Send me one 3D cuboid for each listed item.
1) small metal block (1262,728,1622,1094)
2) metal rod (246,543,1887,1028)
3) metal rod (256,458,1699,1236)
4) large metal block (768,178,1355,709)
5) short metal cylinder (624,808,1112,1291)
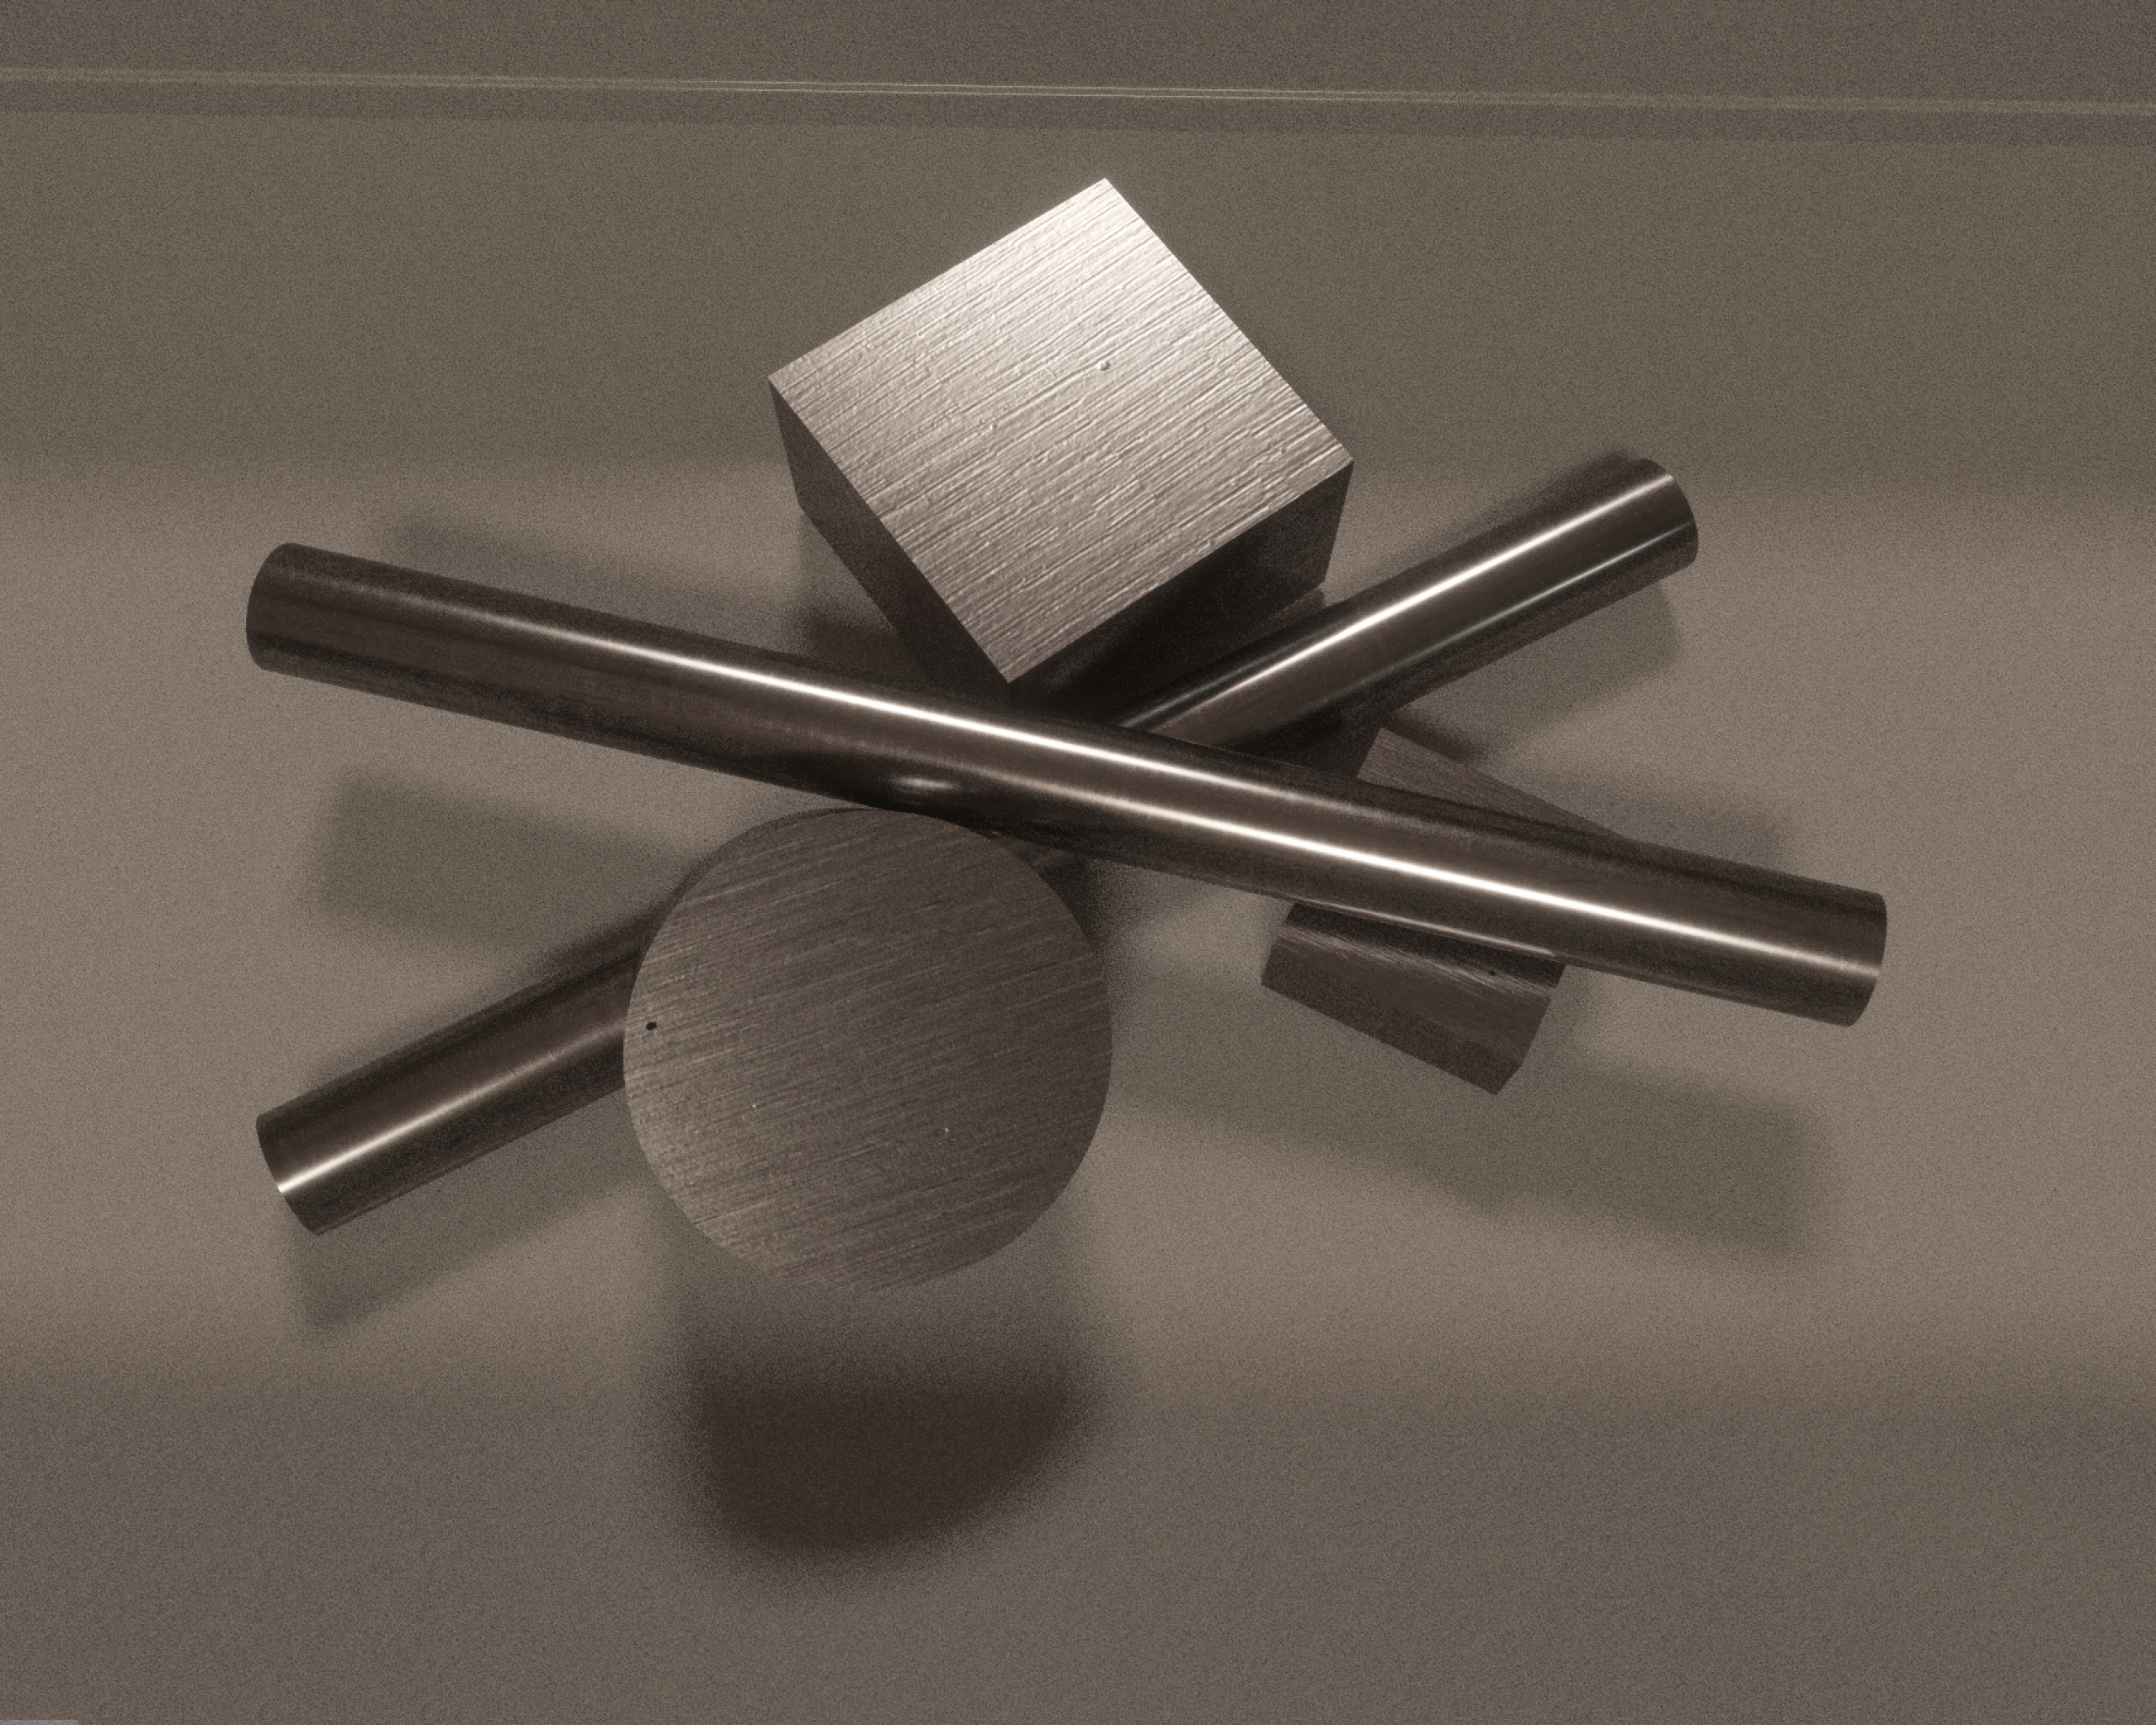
[{"bbox_3d":[0.070,0.010,0.404,0.050,0.025,0.050,25,72,8],"label":"small metal block"},{"bbox_3d":[-0.005,-0.016,0.387,0.302,0.025,0.025,13,71,4],"label":"metal rod"},{"bbox_3d":[-0.012,-0.008,0.410,0.302,0.025,0.025,-26,72,-10],"label":"metal rod"},{"bbox_3d":[-0.004,-0.077,0.422,0.080,0.050,0.080,-34,74,-12],"label":"large metal block"},{"bbox_3d":[-0.039,0.030,0.368,0.081,0.050,0.079,0,92,-12],"label":"short metal cylinder"}]
